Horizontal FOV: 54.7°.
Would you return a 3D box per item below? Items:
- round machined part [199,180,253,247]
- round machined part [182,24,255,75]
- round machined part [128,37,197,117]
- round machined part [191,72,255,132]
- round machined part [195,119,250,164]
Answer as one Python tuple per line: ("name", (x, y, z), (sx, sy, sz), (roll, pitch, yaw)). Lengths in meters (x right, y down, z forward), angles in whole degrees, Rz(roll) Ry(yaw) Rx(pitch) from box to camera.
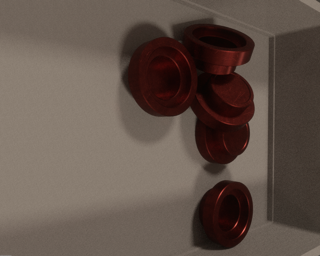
("round machined part", (0.099, 0.130, 0.482), (0.099, 0.042, 0.097), (0, 90, -40))
("round machined part", (0.079, -0.110, 0.439), (0.099, 0.098, 0.042), (-26, 139, -37))
("round machined part", (-0.001, -0.063, 0.397), (0.099, 0.042, 0.097), (0, 90, -40))
("round machined part", (0.094, -0.046, 0.445), (0.099, 0.042, 0.098), (11, 54, -16))
("round machined part", (0.104, 0.008, 0.486), (0.099, 0.042, 0.097), (0, 90, -40))
